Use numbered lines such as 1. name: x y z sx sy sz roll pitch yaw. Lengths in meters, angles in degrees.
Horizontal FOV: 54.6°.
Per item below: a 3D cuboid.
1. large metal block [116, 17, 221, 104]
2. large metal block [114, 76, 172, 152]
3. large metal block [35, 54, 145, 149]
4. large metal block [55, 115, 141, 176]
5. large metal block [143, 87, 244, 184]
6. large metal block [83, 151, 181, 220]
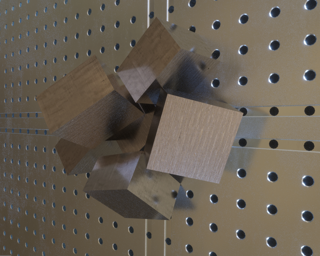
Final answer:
1. large metal block: 0.010 -0.073 0.366 0.080 0.081 0.050 -47 63 30
2. large metal block: -0.020 -0.012 0.413 0.080 0.050 0.080 -47 62 30
3. large metal block: -0.077 -0.025 0.356 0.080 0.080 0.050 -34 67 8
4. large metal block: -0.089 0.021 0.447 0.080 0.081 0.050 -46 63 30
5. large metal block: 0.032 0.007 0.338 0.050 0.080 0.080 -115 39 -73
6. large metal block: -0.035 0.075 0.394 0.080 0.080 0.050 -11 47 39
